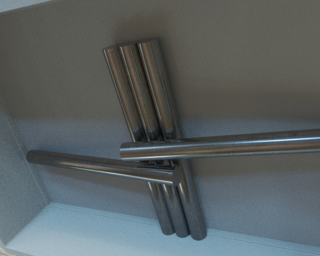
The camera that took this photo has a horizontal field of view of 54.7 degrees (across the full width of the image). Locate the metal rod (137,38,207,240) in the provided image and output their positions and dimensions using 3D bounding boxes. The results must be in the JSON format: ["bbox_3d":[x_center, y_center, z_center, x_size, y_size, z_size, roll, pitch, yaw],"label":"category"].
[{"bbox_3d":[0.023,0.031,0.413,0.025,0.025,0.298,-2,118,28],"label":"metal rod"}]

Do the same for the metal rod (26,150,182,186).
[{"bbox_3d":[-0.104,0.056,0.473,0.300,0.025,0.025,2,120,33],"label":"metal rod"}]

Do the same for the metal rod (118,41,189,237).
[{"bbox_3d":[0.000,0.032,0.425,0.025,0.025,0.298,-2,118,28],"label":"metal rod"}]

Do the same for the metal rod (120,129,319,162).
[{"bbox_3d":[0.092,0.019,0.347,0.301,0.025,0.025,-5,116,23],"label":"metal rod"}]

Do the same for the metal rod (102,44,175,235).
[{"bbox_3d":[-0.022,0.032,0.437,0.025,0.025,0.298,-2,118,28],"label":"metal rod"}]
